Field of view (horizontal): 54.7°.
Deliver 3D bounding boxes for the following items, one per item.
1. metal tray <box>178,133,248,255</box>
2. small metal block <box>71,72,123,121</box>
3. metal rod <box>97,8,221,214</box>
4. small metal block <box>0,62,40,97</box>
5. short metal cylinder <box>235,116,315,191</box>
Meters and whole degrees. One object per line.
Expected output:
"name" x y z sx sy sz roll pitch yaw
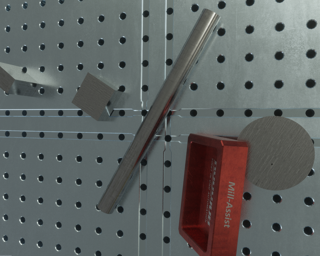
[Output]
"metal tray" 0.057 0.075 0.357 0.030 0.090 0.129 5 92 -18
"small metal block" -0.090 -0.044 0.443 0.050 0.025 0.050 34 101 16
"metal rod" -0.006 -0.015 0.413 0.025 0.025 0.299 32 100 17
"small metal block" -0.225 -0.075 0.477 0.050 0.050 0.025 38 102 15
"short metal cylinder" 0.129 0.027 0.354 0.080 0.050 0.079 0 90 19
